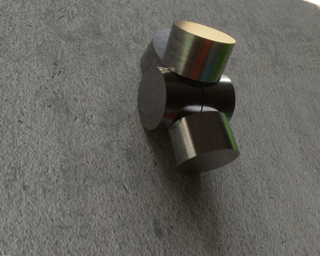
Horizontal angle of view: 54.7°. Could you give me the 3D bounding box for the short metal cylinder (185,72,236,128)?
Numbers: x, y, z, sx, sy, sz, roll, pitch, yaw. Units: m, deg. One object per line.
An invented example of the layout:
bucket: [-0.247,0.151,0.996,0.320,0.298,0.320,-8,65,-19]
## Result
short metal cylinder: [0.057,-0.037,0.425,0.050,0.080,0.080,0,62,-28]

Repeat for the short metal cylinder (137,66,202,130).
short metal cylinder: [0.010,-0.037,0.400,0.050,0.080,0.080,1,62,-28]

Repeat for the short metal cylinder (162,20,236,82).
short metal cylinder: [0.048,-0.098,0.392,0.081,0.050,0.080,14,29,-7]

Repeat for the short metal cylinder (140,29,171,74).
short metal cylinder: [0.016,-0.100,0.462,0.081,0.050,0.080,14,56,-21]

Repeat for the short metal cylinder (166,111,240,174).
short metal cylinder: [0.053,0.020,0.388,0.081,0.080,0.050,0,62,-29]
